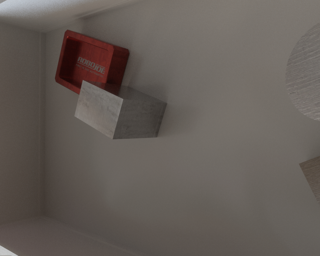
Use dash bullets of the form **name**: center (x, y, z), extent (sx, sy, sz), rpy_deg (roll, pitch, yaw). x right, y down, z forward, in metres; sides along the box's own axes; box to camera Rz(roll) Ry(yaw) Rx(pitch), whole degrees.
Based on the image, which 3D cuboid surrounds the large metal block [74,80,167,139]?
- **large metal block**: center (-0.052, -0.024, 0.412), extent (0.080, 0.081, 0.050), rpy_deg (27, 107, 36)

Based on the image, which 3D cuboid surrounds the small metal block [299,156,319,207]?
- **small metal block**: center (0.161, 0.045, 0.273), extent (0.050, 0.025, 0.050), rpy_deg (-31, 71, 35)

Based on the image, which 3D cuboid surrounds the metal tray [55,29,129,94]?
- **metal tray**: center (-0.112, -0.098, 0.493), extent (0.130, 0.030, 0.089), rpy_deg (27, 107, 36)

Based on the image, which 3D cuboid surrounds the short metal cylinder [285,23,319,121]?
- **short metal cylinder**: center (0.152, -0.044, 0.249), extent (0.080, 0.050, 0.080), rpy_deg (-4, 85, 60)
